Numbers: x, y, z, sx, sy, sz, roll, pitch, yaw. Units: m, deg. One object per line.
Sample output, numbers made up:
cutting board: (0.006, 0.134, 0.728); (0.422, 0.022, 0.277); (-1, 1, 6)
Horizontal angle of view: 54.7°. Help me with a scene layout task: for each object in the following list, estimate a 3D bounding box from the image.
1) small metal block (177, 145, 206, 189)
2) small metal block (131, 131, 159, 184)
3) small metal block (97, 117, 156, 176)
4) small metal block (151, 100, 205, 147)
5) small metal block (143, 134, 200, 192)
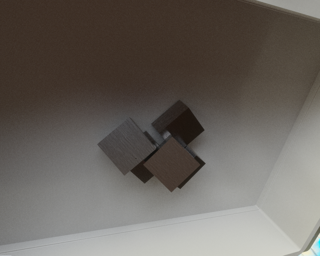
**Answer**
small metal block: (0.028, 0.048, 0.437); (0.050, 0.050, 0.025); (-46, 130, 4)
small metal block: (-0.020, 0.040, 0.422); (0.050, 0.025, 0.050); (-41, 130, -1)
small metal block: (-0.040, 0.022, 0.384); (0.050, 0.025, 0.050); (-41, 91, -1)
small metal block: (0.025, -0.001, 0.421); (0.050, 0.025, 0.050); (-41, 130, -1)
small metal block: (0.014, 0.044, 0.395); (0.050, 0.025, 0.050); (-44, 96, 2)
